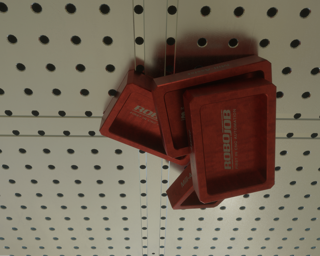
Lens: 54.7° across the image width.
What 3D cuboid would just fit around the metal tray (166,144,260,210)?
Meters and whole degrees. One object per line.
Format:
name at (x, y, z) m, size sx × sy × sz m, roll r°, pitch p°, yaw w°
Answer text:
metal tray at (0.079, 0.070, 0.450) m, size 0.091 × 0.030 × 0.129 m, roll 7°, pitch 133°, yaw -34°

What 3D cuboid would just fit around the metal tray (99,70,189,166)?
metal tray at (0.000, -0.008, 0.401) m, size 0.131 × 0.030 × 0.089 m, roll 23°, pitch 126°, yaw -19°

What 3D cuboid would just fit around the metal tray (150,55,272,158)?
metal tray at (0.062, -0.024, 0.357) m, size 0.131 × 0.030 × 0.089 m, roll -14°, pitch 115°, yaw -5°

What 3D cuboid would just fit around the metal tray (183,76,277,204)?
metal tray at (0.079, 0.015, 0.344) m, size 0.091 × 0.030 × 0.129 m, roll -11°, pitch 115°, yaw -6°
